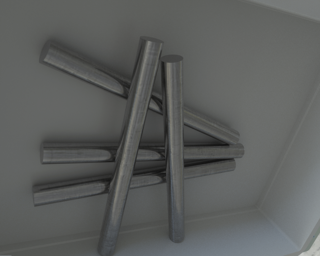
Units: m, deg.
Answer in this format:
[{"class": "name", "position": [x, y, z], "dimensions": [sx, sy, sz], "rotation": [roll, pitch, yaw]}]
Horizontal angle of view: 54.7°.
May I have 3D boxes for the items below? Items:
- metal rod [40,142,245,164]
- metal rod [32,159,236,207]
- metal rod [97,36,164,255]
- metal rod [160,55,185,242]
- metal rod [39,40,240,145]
[{"class": "metal rod", "position": [-0.003, 0.033, 0.426], "dimensions": [0.303, 0.025, 0.025], "rotation": [2, 118, -30]}, {"class": "metal rod", "position": [-0.018, 0.071, 0.442], "dimensions": [0.303, 0.025, 0.025], "rotation": [-5, 121, -26]}, {"class": "metal rod", "position": [-0.042, 0.041, 0.377], "dimensions": [0.025, 0.025, 0.298], "rotation": [0, 119, -29]}, {"class": "metal rod", "position": [0.020, 0.049, 0.417], "dimensions": [0.025, 0.025, 0.298], "rotation": [-17, 125, -19]}, {"class": "metal rod", "position": [0.001, -0.030, 0.390], "dimensions": [0.302, 0.025, 0.025], "rotation": [22, 107, -37]}]
